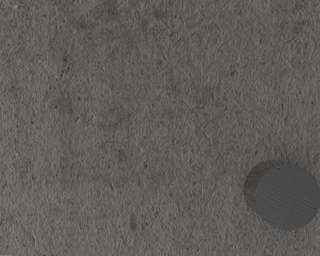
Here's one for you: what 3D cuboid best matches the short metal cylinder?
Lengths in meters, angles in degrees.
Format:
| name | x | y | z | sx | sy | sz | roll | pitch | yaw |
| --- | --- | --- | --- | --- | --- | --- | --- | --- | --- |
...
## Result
| name | x | y | z | sx | sy | sz | roll | pitch | yaw |
| --- | --- | --- | --- | --- | --- | --- | --- | --- | --- |
| short metal cylinder | 0.155 | 0.084 | 0.399 | 0.081 | 0.050 | 0.080 | 0 | 90 | 0 |
